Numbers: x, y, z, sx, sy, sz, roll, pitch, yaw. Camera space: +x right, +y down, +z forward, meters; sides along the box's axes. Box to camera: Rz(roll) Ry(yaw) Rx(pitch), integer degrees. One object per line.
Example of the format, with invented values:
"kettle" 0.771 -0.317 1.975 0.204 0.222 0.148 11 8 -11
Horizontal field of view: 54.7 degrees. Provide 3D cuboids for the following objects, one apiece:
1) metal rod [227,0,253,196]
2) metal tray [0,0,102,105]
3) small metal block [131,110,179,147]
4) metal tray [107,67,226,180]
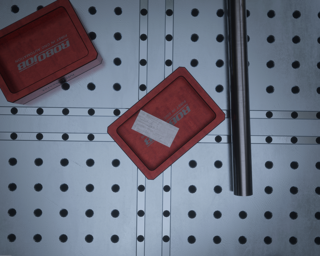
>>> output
"metal rod" 0.106 -0.060 0.414 0.025 0.025 0.298 -2 90 -1
"metal tray" -0.156 -0.099 0.408 0.130 0.030 0.090 -28 90 -1
"small metal block" -0.006 0.001 0.388 0.050 0.050 0.025 26 90 -1
"metal tray" 0.008 -0.006 0.410 0.130 0.030 0.090 -40 91 -1
